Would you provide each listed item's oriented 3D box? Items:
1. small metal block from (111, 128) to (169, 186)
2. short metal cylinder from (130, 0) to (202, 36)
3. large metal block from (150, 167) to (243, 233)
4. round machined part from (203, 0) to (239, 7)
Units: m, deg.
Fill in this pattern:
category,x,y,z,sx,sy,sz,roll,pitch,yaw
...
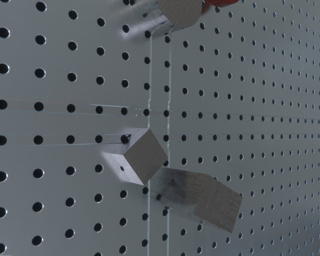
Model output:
category,x,y,z,sx,sy,sz,roll,pitch,yaw
small metal block,-0.024,0.035,0.390,0.050,0.025,0.050,-46,118,-30
short metal cylinder,0.009,-0.164,0.400,0.081,0.050,0.079,0,90,-40
large metal block,0.049,0.095,0.415,0.080,0.080,0.050,35,69,-35
round machined part,0.083,-0.232,0.468,0.099,0.042,0.097,0,90,-40
